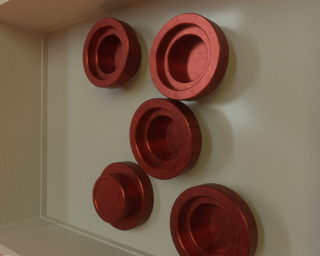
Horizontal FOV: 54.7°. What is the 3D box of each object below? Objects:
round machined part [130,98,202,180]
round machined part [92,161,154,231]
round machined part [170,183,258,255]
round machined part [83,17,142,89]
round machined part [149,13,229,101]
[{"bbox_3d":[0.011,0.011,0.383,0.098,0.042,0.097,6,99,40],"label":"round machined part"},{"bbox_3d":[-0.059,0.098,0.445,0.098,0.042,0.097,0,90,40],"label":"round machined part"},{"bbox_3d":[0.062,0.110,0.345,0.098,0.042,0.097,0,90,40],"label":"round machined part"},{"bbox_3d":[-0.065,-0.105,0.450,0.098,0.042,0.097,0,90,40],"label":"round machined part"},{"bbox_3d":[0.037,-0.080,0.365,0.098,0.042,0.097,0,90,40],"label":"round machined part"}]
